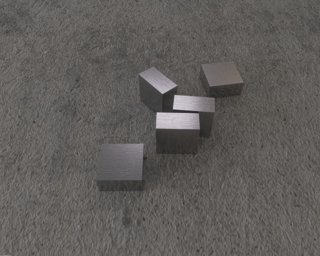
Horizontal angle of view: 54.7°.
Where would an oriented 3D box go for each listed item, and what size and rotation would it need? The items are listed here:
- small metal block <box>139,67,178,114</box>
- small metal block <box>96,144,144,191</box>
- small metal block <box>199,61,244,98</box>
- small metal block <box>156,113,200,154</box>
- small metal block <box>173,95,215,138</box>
[{"bbox_3d":[-0.003,-0.048,0.427,0.025,0.050,0.050,-33,57,-24],"label":"small metal block"},{"bbox_3d":[-0.045,0.046,0.364,0.050,0.025,0.050,0,50,0],"label":"small metal block"},{"bbox_3d":[0.091,-0.073,0.465,0.050,0.025,0.050,-8,50,-7],"label":"small metal block"},{"bbox_3d":[0.021,0.007,0.381,0.050,0.050,0.025,1,50,1],"label":"small metal block"},{"bbox_3d":[0.042,-0.014,0.399,0.050,0.050,0.025,4,50,4],"label":"small metal block"}]
